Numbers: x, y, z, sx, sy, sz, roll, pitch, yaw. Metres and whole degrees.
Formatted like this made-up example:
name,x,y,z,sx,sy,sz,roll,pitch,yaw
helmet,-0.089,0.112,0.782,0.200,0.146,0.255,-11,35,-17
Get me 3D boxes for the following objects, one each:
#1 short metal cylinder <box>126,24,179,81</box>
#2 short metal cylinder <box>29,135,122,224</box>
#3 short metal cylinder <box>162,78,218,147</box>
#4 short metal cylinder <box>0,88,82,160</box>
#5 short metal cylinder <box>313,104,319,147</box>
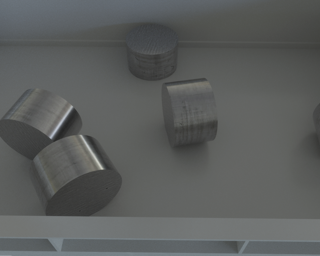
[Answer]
name,x,y,z,sx,sy,sz,roll,pitch,yaw
short metal cylinder,-0.012,-0.120,0.490,0.080,0.050,0.080,0,50,0
short metal cylinder,-0.087,0.053,0.324,0.081,0.080,0.050,-26,55,-20
short metal cylinder,0.034,-0.020,0.386,0.050,0.080,0.080,-8,51,-7
short metal cylinder,-0.141,-0.001,0.369,0.080,0.080,0.050,13,52,11
short metal cylinder,0.232,-0.001,0.371,0.080,0.080,0.050,6,50,4
